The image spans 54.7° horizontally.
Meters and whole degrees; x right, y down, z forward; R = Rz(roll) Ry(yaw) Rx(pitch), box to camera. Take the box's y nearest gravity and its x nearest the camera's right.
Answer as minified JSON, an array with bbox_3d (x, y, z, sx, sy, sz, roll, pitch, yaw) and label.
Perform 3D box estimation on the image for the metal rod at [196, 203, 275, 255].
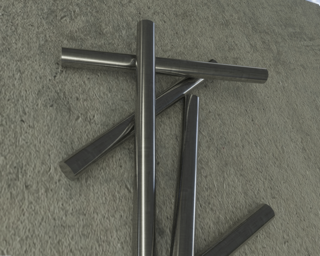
[{"bbox_3d":[0.027,0.157,0.322,0.302,0.025,0.025,-22,74,-36],"label":"metal rod"}]

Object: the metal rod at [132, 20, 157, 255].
[{"bbox_3d":[-0.017,0.002,0.363,0.025,0.025,0.299,9,67,-24],"label":"metal rod"}]

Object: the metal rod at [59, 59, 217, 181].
[{"bbox_3d":[-0.005,-0.028,0.417,0.025,0.025,0.302,48,51,5],"label":"metal rod"}]

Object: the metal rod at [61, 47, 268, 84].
[{"bbox_3d":[0.019,-0.086,0.439,0.302,0.025,0.025,2,61,-18],"label":"metal rod"}]

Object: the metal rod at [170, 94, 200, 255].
[{"bbox_3d":[0.030,0.073,0.355,0.025,0.025,0.300,22,48,-15],"label":"metal rod"}]
